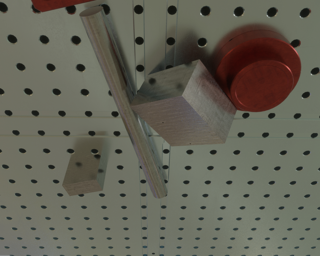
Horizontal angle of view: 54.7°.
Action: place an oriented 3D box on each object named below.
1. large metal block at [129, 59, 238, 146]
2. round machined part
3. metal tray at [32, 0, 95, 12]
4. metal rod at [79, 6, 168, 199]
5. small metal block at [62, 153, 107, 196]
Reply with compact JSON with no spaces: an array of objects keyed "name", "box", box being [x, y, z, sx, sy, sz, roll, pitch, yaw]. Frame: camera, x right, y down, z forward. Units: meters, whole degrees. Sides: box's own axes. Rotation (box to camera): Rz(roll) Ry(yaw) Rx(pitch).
[{"name":"large metal block","box":[0.028,-0.023,0.354,0.080,0.050,0.080,-7,138,46]},{"name":"round machined part","box":[0.111,-0.057,0.354,0.099,0.042,0.097,-1,130,0]},{"name":"metal tray","box":[-0.063,-0.162,0.269,0.131,0.030,0.090,-10,130,7]},{"name":"metal rod","box":[-0.034,-0.007,0.405,0.025,0.025,0.299,-11,130,8]},{"name":"small metal block","box":[-0.108,0.068,0.451,0.050,0.050,0.025,-11,129,8]}]
